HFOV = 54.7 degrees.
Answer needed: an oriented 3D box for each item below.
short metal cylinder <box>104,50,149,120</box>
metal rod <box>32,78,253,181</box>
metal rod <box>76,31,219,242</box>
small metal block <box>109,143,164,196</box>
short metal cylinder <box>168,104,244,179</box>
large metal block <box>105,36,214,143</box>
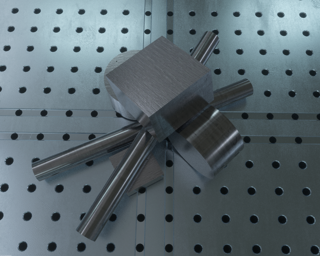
[{"bbox_3d":[-0.031,-0.057,0.415,0.081,0.050,0.080,0,70,0],"label":"short metal cylinder"},{"bbox_3d":[-0.016,-0.001,0.408,0.302,0.025,0.025,-22,72,-8],"label":"metal rod"},{"bbox_3d":[-0.005,-0.004,0.383,0.025,0.025,0.300,29,72,10],"label":"metal rod"},{"bbox_3d":[-0.029,0.050,0.389,0.050,0.025,0.050,-26,72,-10],"label":"small metal block"},{"bbox_3d":[0.053,0.015,0.374,0.050,0.080,0.080,-42,75,-13],"label":"short metal cylinder"},{"bbox_3d":[0.001,-0.045,0.344,0.080,0.050,0.080,-38,57,-12],"label":"large metal block"}]
